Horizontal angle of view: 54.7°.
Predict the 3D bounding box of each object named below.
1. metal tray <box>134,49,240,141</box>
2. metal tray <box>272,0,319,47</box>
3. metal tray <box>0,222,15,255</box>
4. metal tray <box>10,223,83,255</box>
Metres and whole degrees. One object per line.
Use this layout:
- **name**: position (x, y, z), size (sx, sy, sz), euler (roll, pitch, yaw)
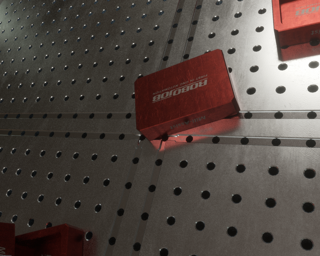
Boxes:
- **metal tray**: position (0.031, -0.044, 0.415), size (0.130, 0.030, 0.090), euler (-17, 55, 17)
- **metal tray**: position (0.212, -0.157, 0.390), size (0.130, 0.030, 0.090), euler (-6, 59, 24)
- **metal tray**: position (-0.199, 0.186, 0.356), size (0.090, 0.030, 0.130), euler (-56, 37, 18)
- **metal tray**: position (-0.138, 0.187, 0.360), size (0.090, 0.030, 0.130), euler (-18, 55, 17)
